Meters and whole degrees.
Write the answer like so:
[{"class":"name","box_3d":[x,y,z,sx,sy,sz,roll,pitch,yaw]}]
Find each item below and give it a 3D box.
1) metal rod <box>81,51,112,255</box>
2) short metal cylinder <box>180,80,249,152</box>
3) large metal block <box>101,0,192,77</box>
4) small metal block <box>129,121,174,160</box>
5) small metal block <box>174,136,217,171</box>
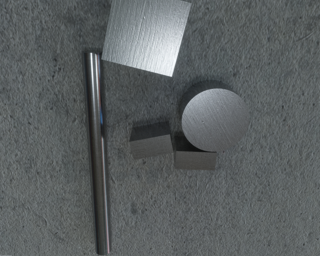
[{"class":"metal rod","box_3d":[-0.085,0.047,0.426,0.025,0.025,0.298,1,110,-1]},{"class":"short metal cylinder","box_3d":[0.066,-0.017,0.391,0.081,0.050,0.079,0,110,-1]},{"class":"large metal block","box_3d":[-0.016,-0.112,0.355,0.081,0.050,0.079,13,110,-5]},{"class":"small metal block","box_3d":[-0.010,0.015,0.402,0.050,0.050,0.025,-10,110,3]},{"class":"small metal block","box_3d":[0.045,0.032,0.409,0.050,0.050,0.025,2,110,-1]}]
